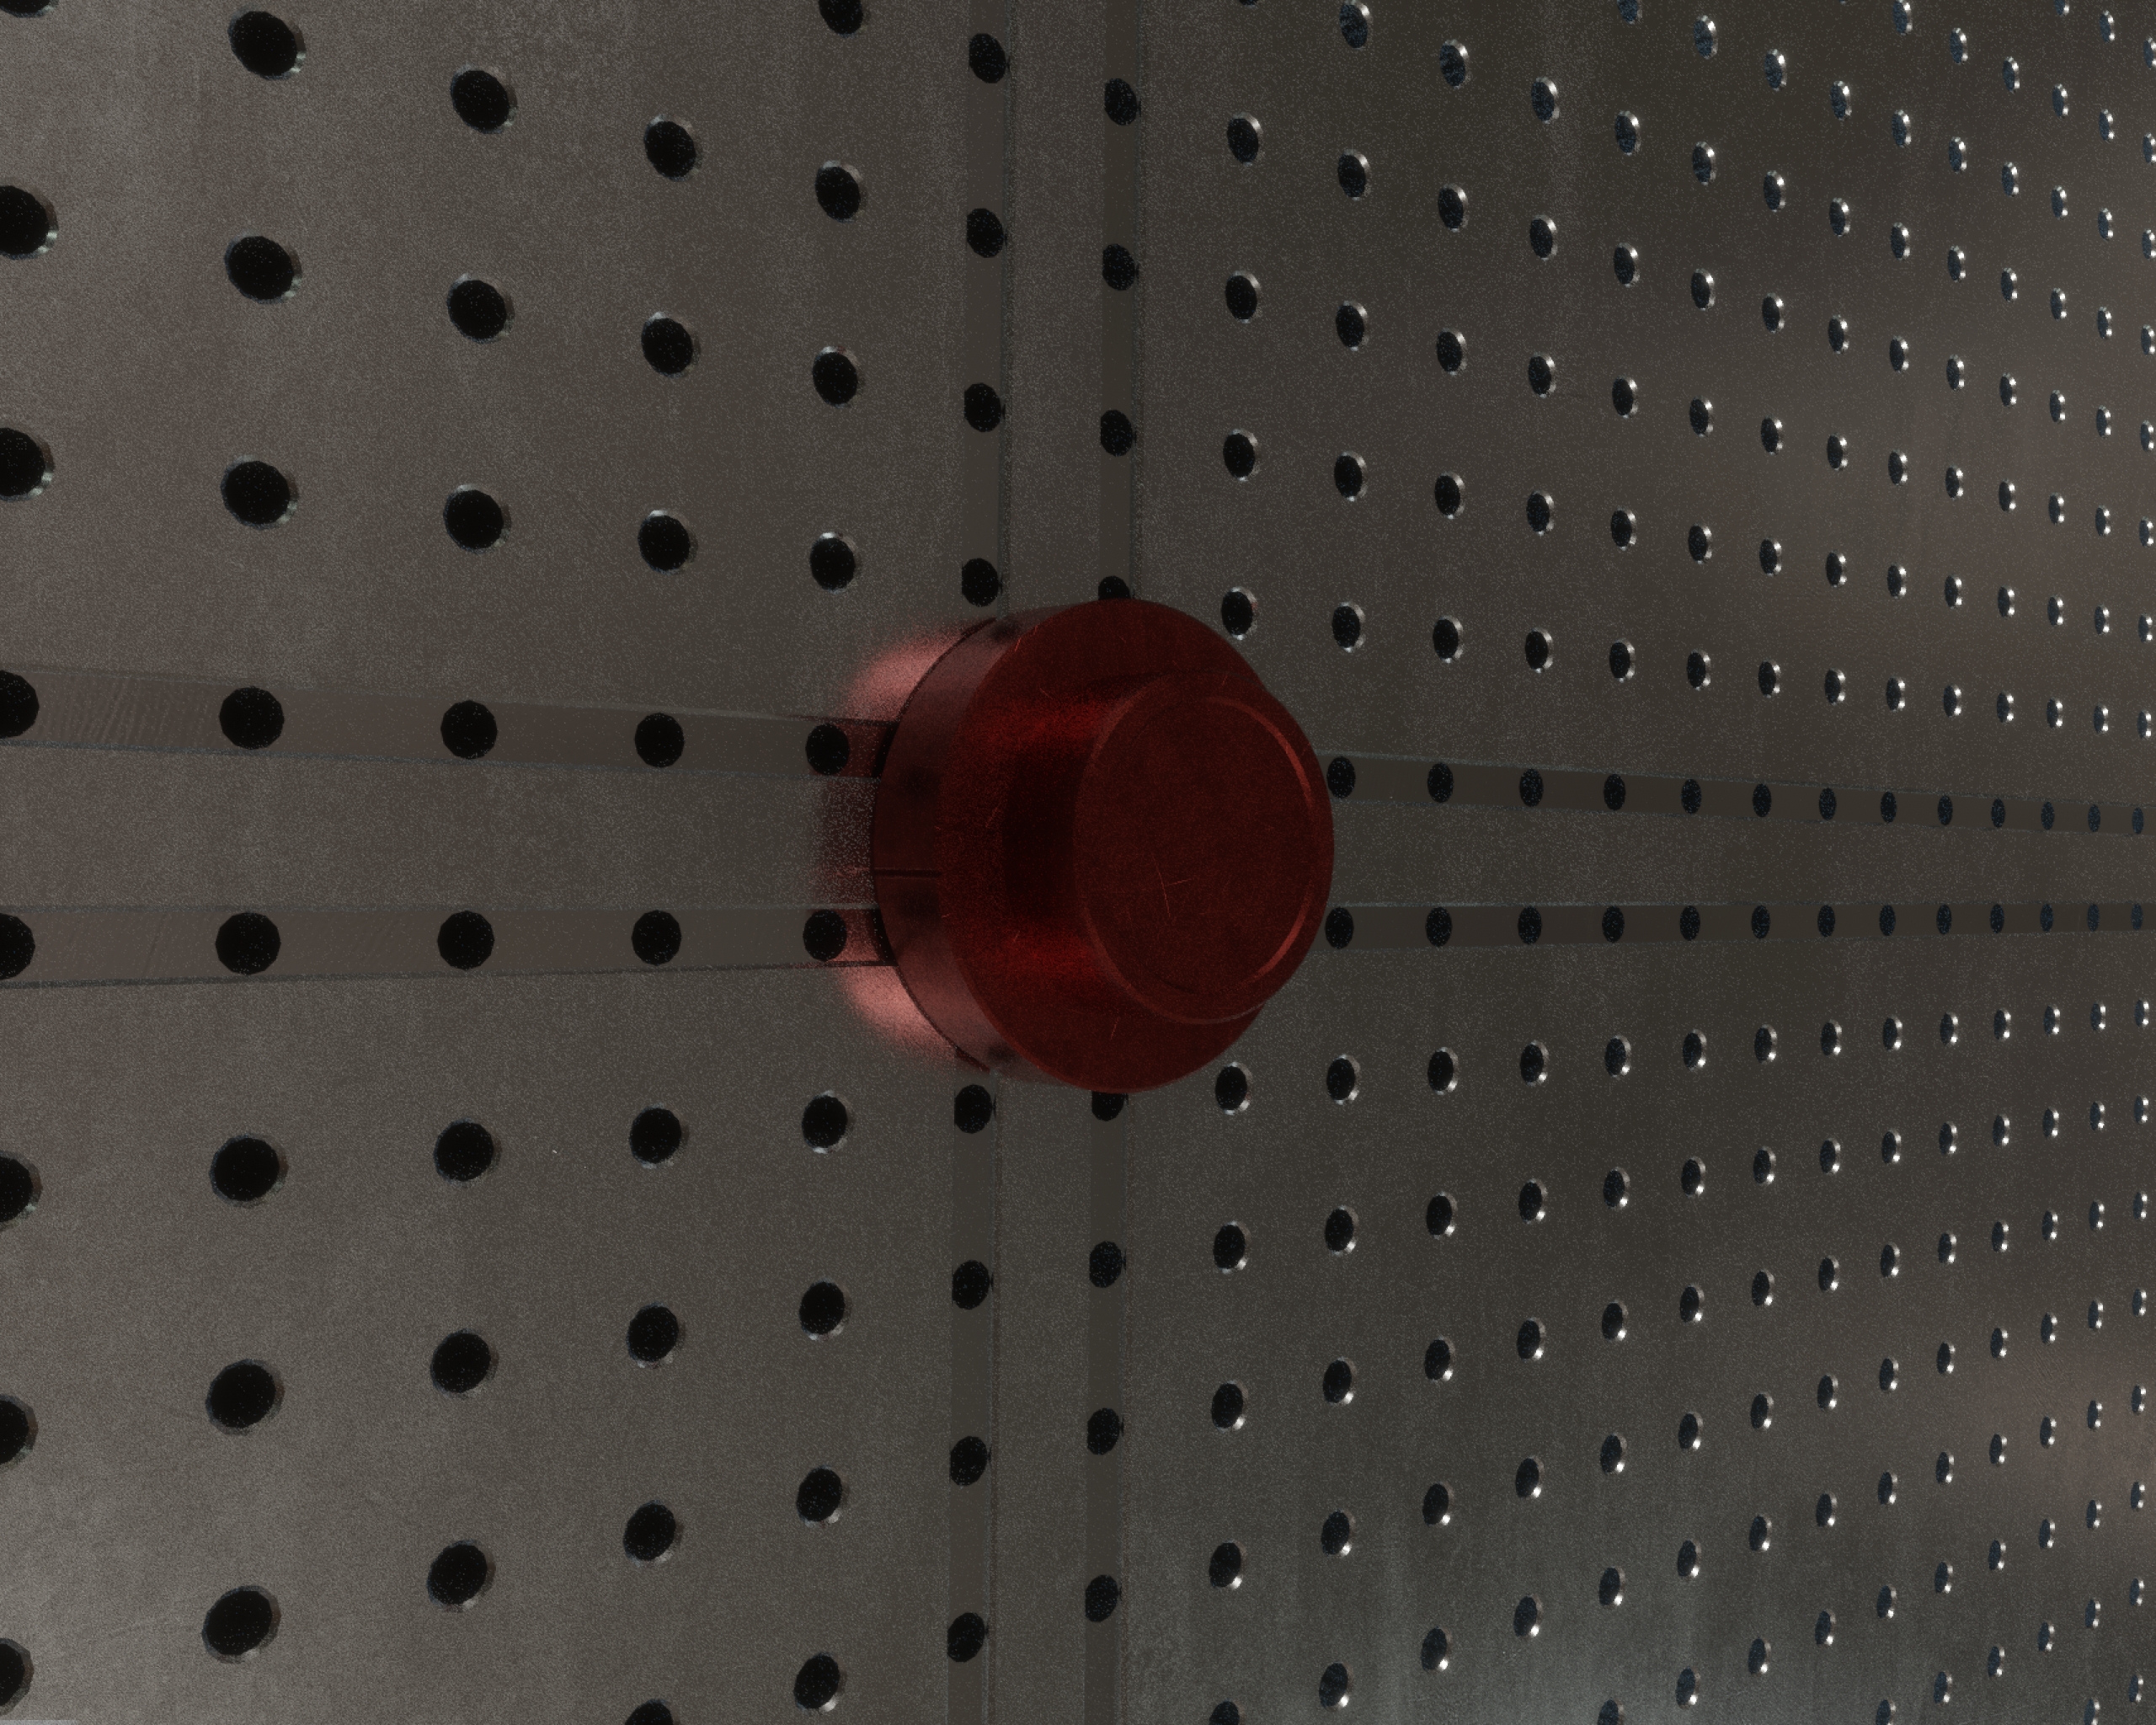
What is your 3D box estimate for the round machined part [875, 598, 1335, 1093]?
[{"bbox_3d":[0.012,-0.003,0.410,0.099,0.042,0.097,0,90,-40],"label":"round machined part"}]
